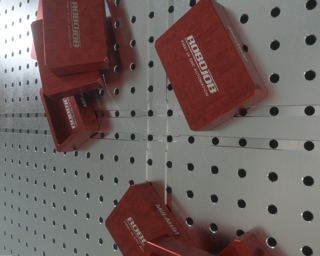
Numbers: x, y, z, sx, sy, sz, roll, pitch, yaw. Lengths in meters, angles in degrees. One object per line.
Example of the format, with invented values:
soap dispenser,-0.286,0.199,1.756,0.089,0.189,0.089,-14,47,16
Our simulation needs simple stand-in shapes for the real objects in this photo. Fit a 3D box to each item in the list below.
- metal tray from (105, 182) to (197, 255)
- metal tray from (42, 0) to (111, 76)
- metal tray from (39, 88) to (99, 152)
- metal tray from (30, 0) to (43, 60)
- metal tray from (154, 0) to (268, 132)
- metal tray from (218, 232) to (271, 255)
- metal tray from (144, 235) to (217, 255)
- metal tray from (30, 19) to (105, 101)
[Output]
metal tray,-0.014,0.150,0.419,0.130,0.030,0.090,50,119,28
metal tray,-0.127,-0.150,0.472,0.090,0.030,0.129,-8,77,0
metal tray,-0.161,-0.034,0.540,0.090,0.030,0.130,-36,68,34
metal tray,-0.192,-0.182,0.567,0.090,0.030,0.129,23,105,37
metal tray,0.054,-0.072,0.362,0.090,0.030,0.130,-34,69,35
metal tray,0.082,0.191,0.339,0.090,0.030,0.129,49,119,29
metal tray,0.021,0.199,0.349,0.090,0.030,0.129,6,94,40
metal tray,-0.148,-0.118,0.498,0.090,0.030,0.130,-15,78,1
